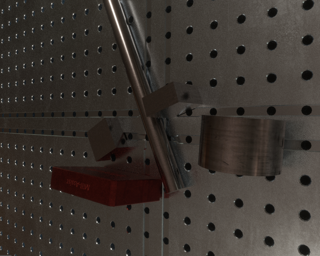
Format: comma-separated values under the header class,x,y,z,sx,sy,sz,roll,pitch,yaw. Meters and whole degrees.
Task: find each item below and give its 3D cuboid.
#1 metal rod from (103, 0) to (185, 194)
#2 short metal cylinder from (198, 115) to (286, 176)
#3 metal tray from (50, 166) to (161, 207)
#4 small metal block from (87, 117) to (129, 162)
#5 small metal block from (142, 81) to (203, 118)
class,x,y,z,sx,sy,sz,roll,pitch,yaw
metal rod,-0.027,-0.057,0.429,0.025,0.025,0.299,-30,72,36
short metal cylinder,0.080,0.014,0.307,0.080,0.081,0.050,7,94,39
metal tray,-0.075,0.076,0.424,0.130,0.091,0.030,4,86,39
small metal block,-0.081,0.018,0.474,0.050,0.025,0.050,-34,69,34
small metal block,0.015,-0.033,0.379,0.050,0.050,0.025,-24,75,37
